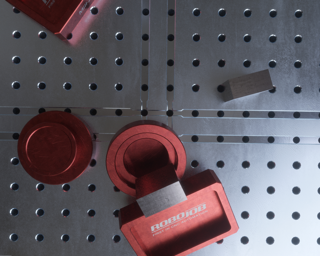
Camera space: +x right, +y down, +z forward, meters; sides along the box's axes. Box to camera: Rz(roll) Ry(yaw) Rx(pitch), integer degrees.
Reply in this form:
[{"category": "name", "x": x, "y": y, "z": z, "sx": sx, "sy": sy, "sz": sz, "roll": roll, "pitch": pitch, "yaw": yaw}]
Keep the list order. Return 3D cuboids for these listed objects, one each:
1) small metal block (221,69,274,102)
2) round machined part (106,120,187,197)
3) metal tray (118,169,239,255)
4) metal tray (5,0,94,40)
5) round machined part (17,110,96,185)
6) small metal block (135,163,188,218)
[{"category": "small metal block", "x": 0.111, "y": -0.054, "z": 0.401, "sx": 0.050, "sy": 0.050, "sz": 0.025, "roll": -15, "pitch": 90, "yaw": 0}, {"category": "round machined part", "x": -0.018, "y": 0.036, "z": 0.396, "sx": 0.099, "sy": 0.042, "sz": 0.097, "roll": -2, "pitch": 106, "yaw": -5}, {"category": "metal tray", "x": 0.025, "y": 0.118, "z": 0.392, "sx": 0.131, "sy": 0.030, "sz": 0.090, "roll": -25, "pitch": 116, "yaw": 0}, {"category": "metal tray", "x": -0.130, "y": -0.196, "z": 0.409, "sx": 0.090, "sy": 0.030, "sz": 0.130, "roll": 35, "pitch": 90, "yaw": 0}, {"category": "round machined part", "x": -0.137, "y": 0.026, "z": 0.404, "sx": 0.099, "sy": 0.042, "sz": 0.097, "roll": 0, "pitch": 90, "yaw": 0}, {"category": "small metal block", "x": 0.000, "y": 0.071, "z": 0.360, "sx": 0.050, "sy": 0.050, "sz": 0.025, "roll": -24, "pitch": 107, "yaw": 1}]
